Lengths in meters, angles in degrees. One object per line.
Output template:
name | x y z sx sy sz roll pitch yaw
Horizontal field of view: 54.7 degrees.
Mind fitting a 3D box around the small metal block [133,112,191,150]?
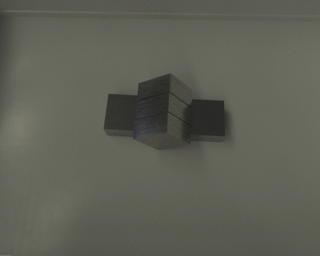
small metal block | 0.003 0.005 0.382 0.050 0.050 0.025 -12 65 34

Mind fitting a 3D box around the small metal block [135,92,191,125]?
small metal block | 0.005 -0.018 0.391 0.050 0.050 0.025 -12 65 34

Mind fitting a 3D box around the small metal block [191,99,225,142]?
small metal block | 0.058 -0.010 0.413 0.050 0.025 0.050 3 70 0

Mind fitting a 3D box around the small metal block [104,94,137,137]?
small metal block | -0.045 -0.016 0.413 0.050 0.025 0.050 4 70 1

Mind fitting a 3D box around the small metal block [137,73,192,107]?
small metal block | 0.007 -0.042 0.399 0.050 0.050 0.025 -11 65 35
